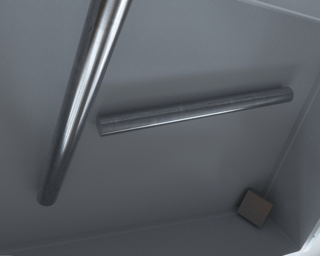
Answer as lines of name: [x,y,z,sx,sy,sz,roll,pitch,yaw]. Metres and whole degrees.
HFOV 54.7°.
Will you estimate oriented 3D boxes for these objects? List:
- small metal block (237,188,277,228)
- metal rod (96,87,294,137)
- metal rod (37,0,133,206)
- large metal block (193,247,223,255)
small metal block: [0.181,0.149,0.581,0.025,0.050,0.050,1,116,-57]
metal rod: [0.064,-0.027,0.428,0.303,0.025,0.025,-11,123,-23]
metal rod: [-0.082,-0.005,0.287,0.025,0.025,0.298,1,142,-30]
large metal block: [0.098,0.297,0.616,0.081,0.080,0.050,-9,122,-24]
